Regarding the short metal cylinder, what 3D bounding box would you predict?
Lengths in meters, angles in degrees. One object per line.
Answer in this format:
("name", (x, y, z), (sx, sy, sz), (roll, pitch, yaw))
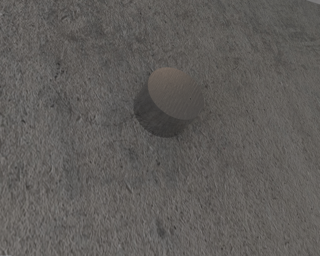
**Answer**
("short metal cylinder", (0.011, -0.034, 0.414), (0.081, 0.050, 0.080), (13, 56, -21))
